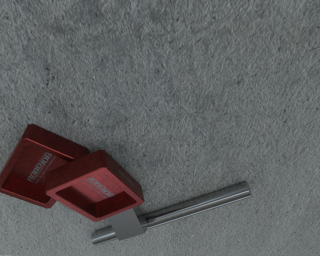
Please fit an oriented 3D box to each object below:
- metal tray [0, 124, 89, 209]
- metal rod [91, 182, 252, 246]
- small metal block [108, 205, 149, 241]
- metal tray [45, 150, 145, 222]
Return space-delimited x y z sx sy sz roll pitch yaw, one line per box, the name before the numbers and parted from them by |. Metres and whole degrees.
metal tray | -0.175 0.061 0.453 0.090 0.030 0.129 28 124 -23
metal rod | 0.010 0.153 0.537 0.300 0.025 0.025 -23 127 18
small metal block | -0.055 0.157 0.526 0.050 0.025 0.050 -22 97 17
metal tray | -0.089 0.089 0.450 0.090 0.030 0.130 -24 141 8
